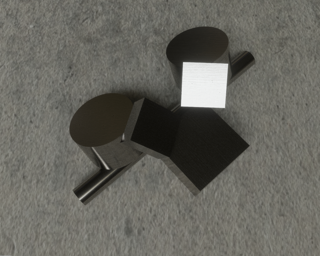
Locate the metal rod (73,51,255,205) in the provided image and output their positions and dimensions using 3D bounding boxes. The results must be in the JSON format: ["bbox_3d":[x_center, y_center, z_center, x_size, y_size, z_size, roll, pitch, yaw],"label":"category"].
[{"bbox_3d":[0.015,-0.008,0.412,0.301,0.025,0.025,-39,75,-14],"label":"metal rod"}]

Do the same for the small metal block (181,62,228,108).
[{"bbox_3d":[0.050,-0.051,0.362,0.050,0.025,0.050,2,101,0],"label":"small metal block"}]

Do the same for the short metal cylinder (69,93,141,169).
[{"bbox_3d":[-0.062,0.004,0.379,0.080,0.050,0.080,-9,51,12],"label":"short metal cylinder"}]

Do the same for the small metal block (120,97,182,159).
[{"bbox_3d":[-0.009,0.001,0.343,0.050,0.025,0.050,26,69,-25],"label":"small metal block"}]

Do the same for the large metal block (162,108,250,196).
[{"bbox_3d":[0.048,0.026,0.385,0.080,0.050,0.080,-40,75,-13],"label":"large metal block"}]

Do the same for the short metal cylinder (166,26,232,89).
[{"bbox_3d":[0.053,-0.090,0.414,0.080,0.050,0.080,-9,51,12],"label":"short metal cylinder"}]
